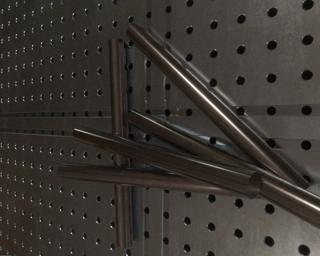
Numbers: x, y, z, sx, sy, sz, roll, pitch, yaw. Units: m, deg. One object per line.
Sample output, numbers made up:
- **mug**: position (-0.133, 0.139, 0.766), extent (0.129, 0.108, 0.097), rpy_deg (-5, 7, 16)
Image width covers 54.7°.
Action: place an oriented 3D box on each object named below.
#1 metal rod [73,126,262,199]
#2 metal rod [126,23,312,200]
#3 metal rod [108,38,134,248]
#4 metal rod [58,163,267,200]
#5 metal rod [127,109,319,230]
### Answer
- **metal rod**: position (-0.021, 0.030, 0.379), extent (0.300, 0.025, 0.025), rpy_deg (11, 97, 45)
- **metal rod**: position (0.050, -0.037, 0.366), extent (0.300, 0.025, 0.025), rpy_deg (49, 119, 28)
- **metal rod**: position (-0.057, 0.020, 0.453), extent (0.025, 0.025, 0.298), rpy_deg (-4, 87, 39)
- **metal rod**: position (-0.020, 0.064, 0.399), extent (0.300, 0.025, 0.025), rpy_deg (-1, 90, 32)
- **metal rod**: position (0.061, 0.034, 0.335), extent (0.300, 0.025, 0.025), rpy_deg (27, 107, 43)
